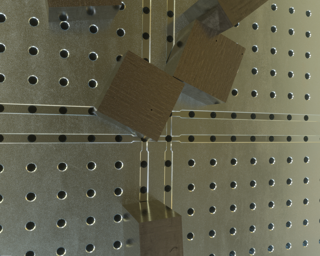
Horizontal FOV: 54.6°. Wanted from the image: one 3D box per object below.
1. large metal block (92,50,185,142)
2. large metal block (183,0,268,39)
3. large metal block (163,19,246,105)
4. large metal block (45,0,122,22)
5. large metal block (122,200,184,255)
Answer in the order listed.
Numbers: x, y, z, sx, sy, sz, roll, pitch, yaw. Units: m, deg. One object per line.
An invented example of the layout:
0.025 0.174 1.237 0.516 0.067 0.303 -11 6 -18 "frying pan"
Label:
-0.028 -0.037 0.389 0.080 0.050 0.080 28 81 -18 "large metal block"
0.091 -0.166 0.416 0.080 0.080 0.050 -39 103 -16 "large metal block"
0.057 -0.085 0.420 0.080 0.050 0.080 24 82 -19 "large metal block"
-0.096 -0.174 0.364 0.081 0.050 0.080 -10 94 -20 "large metal block"
-0.011 0.140 0.379 0.050 0.080 0.080 -3 91 -20 "large metal block"
